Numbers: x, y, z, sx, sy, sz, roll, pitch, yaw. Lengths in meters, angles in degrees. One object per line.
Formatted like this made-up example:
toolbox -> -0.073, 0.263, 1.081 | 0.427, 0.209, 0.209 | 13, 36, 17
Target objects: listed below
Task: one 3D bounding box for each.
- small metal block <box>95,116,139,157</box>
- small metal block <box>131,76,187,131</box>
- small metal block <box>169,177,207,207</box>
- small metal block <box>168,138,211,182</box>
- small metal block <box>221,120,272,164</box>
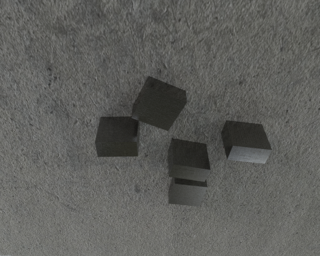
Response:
small metal block -> -0.053, 0.010, 0.399 | 0.050, 0.050, 0.025 | -1, 130, 0
small metal block -> -0.002, -0.029, 0.382 | 0.050, 0.025, 0.050 | 20, 127, -17
small metal block -> 0.043, 0.097, 0.490 | 0.050, 0.025, 0.050 | 7, 130, -7
small metal block -> 0.039, 0.044, 0.428 | 0.050, 0.050, 0.025 | 10, 129, -8
small metal block -> 0.112, 0.018, 0.407 | 0.050, 0.050, 0.025 | 6, 130, -6
